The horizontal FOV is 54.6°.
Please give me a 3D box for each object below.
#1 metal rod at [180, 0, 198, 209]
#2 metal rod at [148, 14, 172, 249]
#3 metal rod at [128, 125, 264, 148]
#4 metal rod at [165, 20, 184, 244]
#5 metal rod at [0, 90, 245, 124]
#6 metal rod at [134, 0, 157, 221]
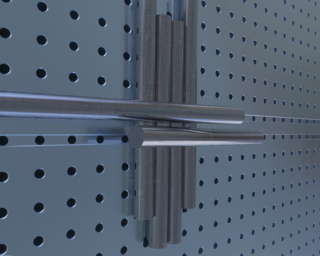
[{"bbox_3d":[0.040,-0.038,0.440,0.025,0.025,0.298,1,89,-40],"label":"metal rod"},{"bbox_3d":[0.000,0.004,0.407,0.025,0.025,0.298,2,89,-40],"label":"metal rod"},{"bbox_3d":[0.075,0.013,0.444,0.302,0.025,0.025,2,89,-48],"label":"metal rod"},{"bbox_3d":[0.019,0.005,0.425,0.025,0.025,0.298,1,89,-40],"label":"metal rod"},{"bbox_3d":[-0.019,-0.020,0.362,0.302,0.025,0.025,1,90,-31],"label":"metal rod"},{"bbox_3d":[-0.019,-0.036,0.391,0.025,0.025,0.298,1,89,-40],"label":"metal rod"}]
